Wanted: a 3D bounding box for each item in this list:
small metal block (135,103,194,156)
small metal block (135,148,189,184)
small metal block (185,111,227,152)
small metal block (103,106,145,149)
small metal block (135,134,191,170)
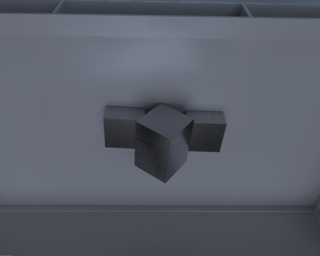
[{"bbox_3d":[0.006,0.000,0.377,0.050,0.050,0.025,27,134,25],"label":"small metal block"},{"bbox_3d":[0.002,0.038,0.410,0.050,0.050,0.025,27,135,25],"label":"small metal block"},{"bbox_3d":[0.057,0.005,0.413,0.050,0.025,0.050,2,130,-3],"label":"small metal block"},{"bbox_3d":[-0.046,0.000,0.407,0.050,0.025,0.050,3,130,-3],"label":"small metal block"},{"bbox_3d":[0.004,0.019,0.394,0.050,0.050,0.025,27,135,25],"label":"small metal block"}]
